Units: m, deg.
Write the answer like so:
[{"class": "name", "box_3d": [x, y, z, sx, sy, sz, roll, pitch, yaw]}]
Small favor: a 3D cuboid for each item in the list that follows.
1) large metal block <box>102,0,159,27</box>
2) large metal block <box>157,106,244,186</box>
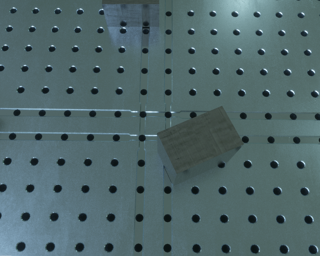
[{"class": "large metal block", "box_3d": [-0.042, -0.203, 0.472, 0.081, 0.050, 0.080, 0, 70, -1]}, {"class": "large metal block", "box_3d": [0.044, 0.025, 0.374, 0.080, 0.080, 0.050, -23, 72, -8]}]
